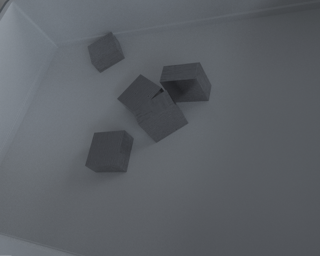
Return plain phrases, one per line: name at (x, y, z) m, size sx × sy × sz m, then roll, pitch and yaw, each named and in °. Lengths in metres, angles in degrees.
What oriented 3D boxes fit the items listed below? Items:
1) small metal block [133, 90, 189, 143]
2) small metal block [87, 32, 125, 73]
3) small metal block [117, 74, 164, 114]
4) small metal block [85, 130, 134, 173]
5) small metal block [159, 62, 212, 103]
small metal block at (0.002, -0.014, 0.397) m, size 0.050 × 0.050 × 0.025 m, roll -32°, pitch 52°, yaw 7°
small metal block at (-0.094, -0.131, 0.536) m, size 0.050 × 0.025 × 0.050 m, roll -29°, pitch 52°, yaw 10°
small metal block at (-0.025, -0.043, 0.445) m, size 0.050 × 0.025 × 0.050 m, roll -48°, pitch 51°, yaw -5°
small metal block at (-0.068, 0.032, 0.422) m, size 0.050 × 0.025 × 0.050 m, roll -5°, pitch 60°, yaw 26°
small metal block at (0.035, -0.058, 0.407) m, size 0.050 × 0.050 × 0.025 m, roll -1°, pitch 62°, yaw 28°
